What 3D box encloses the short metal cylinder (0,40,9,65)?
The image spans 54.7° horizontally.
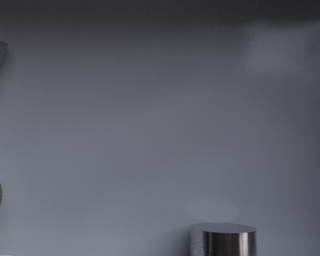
[{"bbox_3d":[-0.238,-0.099,0.382,0.080,0.080,0.050,23,90,0],"label":"short metal cylinder"}]

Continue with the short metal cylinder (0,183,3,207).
[{"bbox_3d":[-0.243,0.085,0.376,0.081,0.050,0.080,10,76,-43],"label":"short metal cylinder"}]

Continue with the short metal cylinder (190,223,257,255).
[{"bbox_3d":[0.078,0.148,0.381,0.081,0.080,0.050,1,81,0],"label":"short metal cylinder"}]
